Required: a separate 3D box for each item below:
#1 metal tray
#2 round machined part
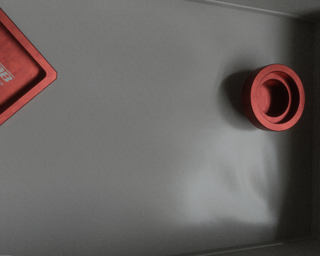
[{"bbox_3d":[-0.185,-0.076,0.319,0.090,0.030,0.130,-46,122,-15],"label":"metal tray"},{"bbox_3d":[0.163,-0.044,0.463,0.099,0.042,0.097,0,90,-21],"label":"round machined part"}]
